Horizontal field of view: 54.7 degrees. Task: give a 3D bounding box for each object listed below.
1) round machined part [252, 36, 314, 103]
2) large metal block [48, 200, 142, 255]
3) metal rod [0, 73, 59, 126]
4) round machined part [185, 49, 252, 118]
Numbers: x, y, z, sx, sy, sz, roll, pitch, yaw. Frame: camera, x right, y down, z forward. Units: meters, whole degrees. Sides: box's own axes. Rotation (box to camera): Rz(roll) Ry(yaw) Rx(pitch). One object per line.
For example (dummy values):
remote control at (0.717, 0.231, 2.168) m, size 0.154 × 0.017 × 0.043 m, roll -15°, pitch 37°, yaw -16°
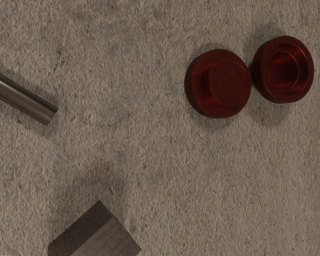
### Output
round machined part at (0.179, -0.085, 0.468) m, size 0.099 × 0.042 × 0.097 m, roll 0°, pitch 90°, yaw -21°
large metal block at (-0.077, 0.136, 0.352) m, size 0.080 × 0.080 × 0.050 m, roll -41°, pitch 104°, yaw -15°
metal rod at (-0.246, -0.091, 0.317) m, size 0.301 × 0.025 × 0.025 m, roll 33°, pitch 79°, yaw -17°
round machined part at (0.088, -0.062, 0.434) m, size 0.099 × 0.042 × 0.097 m, roll 0°, pitch 90°, yaw -21°
